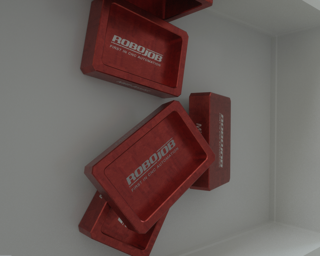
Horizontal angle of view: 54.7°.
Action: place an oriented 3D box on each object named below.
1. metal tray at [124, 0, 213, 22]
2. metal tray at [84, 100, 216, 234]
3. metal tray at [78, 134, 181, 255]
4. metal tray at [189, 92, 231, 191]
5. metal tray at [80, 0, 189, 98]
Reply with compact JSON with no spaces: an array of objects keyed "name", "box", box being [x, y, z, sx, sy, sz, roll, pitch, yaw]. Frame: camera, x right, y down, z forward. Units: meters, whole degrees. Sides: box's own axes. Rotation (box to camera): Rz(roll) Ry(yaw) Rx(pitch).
[{"name":"metal tray","box":[-0.014,-0.163,0.352,0.131,0.090,0.030,6,87,-40]},{"name":"metal tray","box":[-0.006,0.040,0.351,0.131,0.030,0.090,-41,103,-27]},{"name":"metal tray","box":[-0.028,0.082,0.379,0.090,0.030,0.130,40,66,-33]},{"name":"metal tray","box":[0.073,0.018,0.445,0.090,0.030,0.129,1,90,-60]},{"name":"metal tray","box":[-0.025,-0.095,0.381,0.131,0.030,0.090,13,82,-39]}]
